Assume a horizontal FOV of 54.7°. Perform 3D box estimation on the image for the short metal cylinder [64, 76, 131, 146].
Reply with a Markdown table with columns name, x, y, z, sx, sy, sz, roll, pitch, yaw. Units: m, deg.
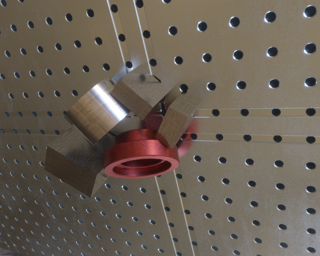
| name | x | y | z | sx | sy | sz | roll | pitch | yaw |
| --- | --- | --- | --- | --- | --- | --- | --- | --- | --- |
| short metal cylinder | -0.075 | -0.022 | 0.400 | 0.050 | 0.080 | 0.080 | 48 | 129 | -6 |

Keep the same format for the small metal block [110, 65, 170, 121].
| name | x | y | z | sx | sy | sz | roll | pitch | yaw |
| --- | --- | --- | --- | --- | --- | --- | --- | --- | --- |
| small metal block | -0.023 | -0.044 | 0.379 | 0.050 | 0.050 | 0.025 | 40 | 129 | 0 |

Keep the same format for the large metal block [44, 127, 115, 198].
| name | x | y | z | sx | sy | sz | roll | pitch | yaw |
| --- | --- | --- | --- | --- | --- | --- | --- | --- | --- |
| large metal block | -0.108 | 0.042 | 0.456 | 0.080 | 0.080 | 0.050 | 29 | 128 | 9 |

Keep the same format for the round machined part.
| name | x | y | z | sx | sy | sz | roll | pitch | yaw |
| --- | --- | --- | --- | --- | --- | --- | --- | --- | --- |
| round machined part | -0.025 | 0.033 | 0.411 | 0.099 | 0.042 | 0.098 | -6 | 156 | -2 |

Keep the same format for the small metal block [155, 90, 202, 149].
| name | x | y | z | sx | sy | sz | roll | pitch | yaw |
| --- | --- | --- | --- | --- | --- | --- | --- | --- | --- |
| small metal block | 0.023 | -0.011 | 0.375 | 0.025 | 0.050 | 0.050 | 30 | 128 | 8 |
